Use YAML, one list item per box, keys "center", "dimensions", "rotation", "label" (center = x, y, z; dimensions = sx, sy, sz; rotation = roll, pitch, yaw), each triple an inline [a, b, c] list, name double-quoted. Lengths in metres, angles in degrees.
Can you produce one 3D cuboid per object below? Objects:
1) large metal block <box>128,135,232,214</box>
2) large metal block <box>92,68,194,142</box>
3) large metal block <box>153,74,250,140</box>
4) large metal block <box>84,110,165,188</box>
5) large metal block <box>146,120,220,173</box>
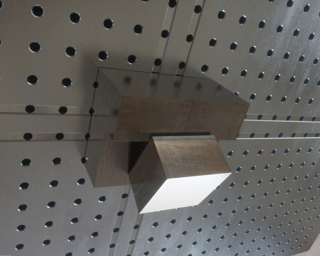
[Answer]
- center: [0.020, 0.053, 0.353]
  dimensions: [0.081, 0.050, 0.079]
  rotation: [0, 142, -29]
  label: "large metal block"
- center: [-0.022, -0.027, 0.347]
  dimensions: [0.081, 0.080, 0.050]
  rotation: [1, 118, -29]
  label: "large metal block"
- center: [0.048, -0.026, 0.386]
  dimensions: [0.081, 0.080, 0.050]
  rotation: [1, 118, -29]
  label: "large metal block"
- center: [-0.043, 0.024, 0.385]
  dimensions: [0.081, 0.050, 0.079]
  rotation: [1, 118, -29]
  label: "large metal block"
- center: [0.028, 0.025, 0.425]
  dimensions: [0.081, 0.050, 0.079]
  rotation: [1, 118, -29]
  label: "large metal block"
